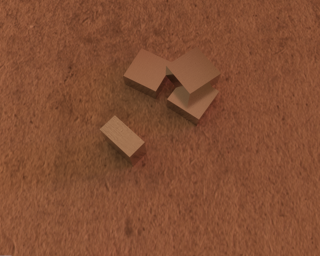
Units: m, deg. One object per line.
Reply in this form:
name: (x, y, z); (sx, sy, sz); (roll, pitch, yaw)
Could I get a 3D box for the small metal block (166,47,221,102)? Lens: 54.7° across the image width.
small metal block: (0.043, -0.071, 0.408); (0.050, 0.025, 0.050); (-34, 74, -12)

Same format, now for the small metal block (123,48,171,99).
small metal block: (-0.016, -0.076, 0.436); (0.050, 0.025, 0.050); (27, 72, 9)

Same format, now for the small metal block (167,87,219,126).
small metal block: (0.044, -0.039, 0.423); (0.050, 0.025, 0.050); (34, 73, 11)

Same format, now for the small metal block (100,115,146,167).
small metal block: (-0.045, 0.017, 0.388); (0.050, 0.050, 0.025); (41, 75, 13)
